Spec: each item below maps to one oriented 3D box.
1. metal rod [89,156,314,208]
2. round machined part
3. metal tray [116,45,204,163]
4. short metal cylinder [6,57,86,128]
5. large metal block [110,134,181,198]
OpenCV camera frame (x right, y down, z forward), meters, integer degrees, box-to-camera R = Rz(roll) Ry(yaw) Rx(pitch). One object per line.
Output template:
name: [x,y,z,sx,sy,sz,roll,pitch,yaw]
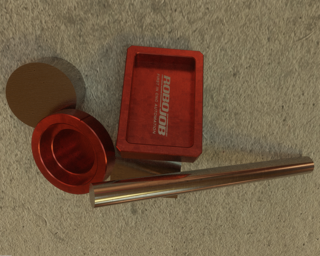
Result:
metal rod: [0.069,0.059,0.371,0.303,0.025,0.025,-3,112,-25]
round machined part: [-0.096,0.024,0.362,0.098,0.042,0.097,6,110,18]
metal tray: [0.002,-0.029,0.357,0.091,0.030,0.130,4,70,-2]
short metal cylinder: [-0.137,-0.044,0.380,0.081,0.050,0.079,0,110,-1]
large metal block: [-0.018,0.044,0.397,0.081,0.080,0.050,4,110,-2]
